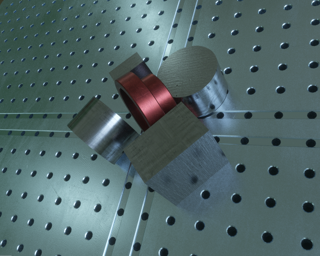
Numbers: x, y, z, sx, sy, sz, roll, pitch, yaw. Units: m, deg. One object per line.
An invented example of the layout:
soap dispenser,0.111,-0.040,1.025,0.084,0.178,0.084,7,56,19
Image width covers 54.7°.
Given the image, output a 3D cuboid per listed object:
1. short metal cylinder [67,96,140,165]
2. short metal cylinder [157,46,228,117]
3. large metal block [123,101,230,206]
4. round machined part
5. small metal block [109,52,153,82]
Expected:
short metal cylinder,-0.073,0.003,0.407,0.080,0.080,0.050,35,82,38
short metal cylinder,0.043,-0.060,0.405,0.080,0.050,0.080,-13,56,20
large metal block,0.021,0.031,0.343,0.080,0.080,0.050,-40,51,1
round machined part,-0.011,-0.028,0.384,0.042,0.098,0.098,-34,51,-10
small metal block,-0.038,-0.074,0.456,0.050,0.050,0.025,-36,52,4
